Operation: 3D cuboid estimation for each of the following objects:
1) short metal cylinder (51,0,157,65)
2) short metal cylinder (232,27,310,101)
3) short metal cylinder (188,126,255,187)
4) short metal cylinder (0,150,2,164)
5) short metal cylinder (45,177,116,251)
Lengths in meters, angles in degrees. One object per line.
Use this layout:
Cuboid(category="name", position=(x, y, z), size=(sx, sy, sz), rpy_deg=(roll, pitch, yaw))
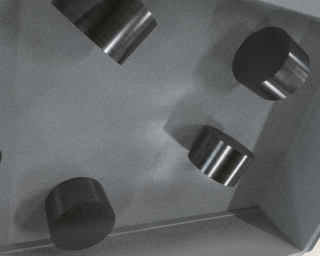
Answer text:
Cuboid(category="short metal cylinder", position=(-0.049, -0.103, 0.282), size=(0.050, 0.080, 0.080), rpy_deg=(-47, 129, 5))
Cuboid(category="short metal cylinder", position=(0.142, -0.082, 0.400), size=(0.050, 0.080, 0.080), rpy_deg=(24, 105, -37))
Cuboid(category="short metal cylinder", position=(0.087, 0.039, 0.445), size=(0.080, 0.080, 0.050), rpy_deg=(22, 107, -36))
Cuboid(category="short metal cylinder", position=(-0.197, 0.026, 0.281), size=(0.080, 0.080, 0.050), rpy_deg=(-27, 128, -11))
Cuboid(category="short metal cylinder", position=(-0.105, 0.111, 0.404), size=(0.081, 0.050, 0.079), rpy_deg=(-14, 124, -21))
